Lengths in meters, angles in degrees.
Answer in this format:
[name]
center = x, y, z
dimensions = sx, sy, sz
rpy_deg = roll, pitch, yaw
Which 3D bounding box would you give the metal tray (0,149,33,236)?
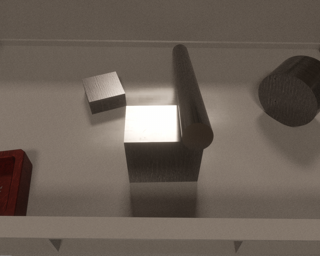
[metal tray]
center = -0.215, 0.074, 0.336
dimensions = 0.131, 0.030, 0.090
rpy_deg = -6, 50, -6

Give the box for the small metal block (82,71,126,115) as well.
[small metal block]
center = -0.081, -0.051, 0.447
dimensions = 0.050, 0.025, 0.050
rpy_deg = -16, 52, -13

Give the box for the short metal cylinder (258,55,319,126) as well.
[short metal cylinder]
center = 0.181, -0.049, 0.413
dimensions = 0.080, 0.080, 0.050
rpy_deg = 37, 59, 26

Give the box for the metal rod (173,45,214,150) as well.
[metal rod]
center = 0.032, -0.060, 0.380
dimensions = 0.025, 0.025, 0.300
rpy_deg = 1, 26, 0

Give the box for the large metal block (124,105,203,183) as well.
[large metal block]
center = 0.004, 0.020, 0.353
dimensions = 0.081, 0.080, 0.050
rpy_deg = -1, 50, -1
